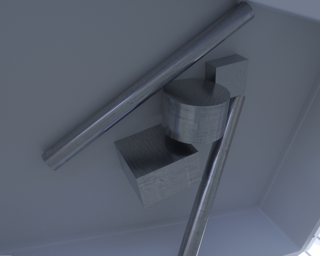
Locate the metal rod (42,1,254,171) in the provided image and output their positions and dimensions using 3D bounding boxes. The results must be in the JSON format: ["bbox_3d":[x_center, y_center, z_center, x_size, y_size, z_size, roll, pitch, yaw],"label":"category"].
[{"bbox_3d":[-0.012,-0.052,0.371,0.301,0.025,0.025,-38,130,-3],"label":"metal rod"}]

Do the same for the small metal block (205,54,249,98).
[{"bbox_3d":[0.089,-0.068,0.418,0.050,0.025,0.050,-17,125,-19],"label":"small metal block"}]

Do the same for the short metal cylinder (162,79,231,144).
[{"bbox_3d":[0.043,-0.023,0.384,0.081,0.080,0.050,-11,124,-23],"label":"short metal cylinder"}]

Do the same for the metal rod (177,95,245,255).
[{"bbox_3d":[0.062,0.093,0.422,0.025,0.025,0.299,26,79,-37],"label":"metal rod"}]

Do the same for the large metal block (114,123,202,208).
[{"bbox_3d":[-0.004,0.043,0.399,0.081,0.080,0.050,-22,127,-16],"label":"large metal block"}]
